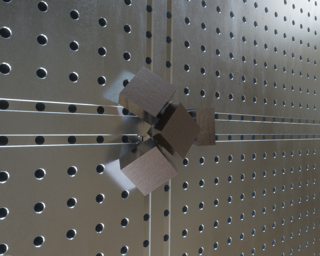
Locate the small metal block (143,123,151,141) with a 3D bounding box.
[{"bbox_3d":[0.006,0.004,0.413,0.050,0.025,0.050,2,92,-40],"label":"small metal block"}]

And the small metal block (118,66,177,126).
[{"bbox_3d":[-0.015,-0.039,0.379,0.050,0.025,0.050,34,64,4],"label":"small metal block"}]

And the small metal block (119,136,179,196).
[{"bbox_3d":[-0.014,0.047,0.380,0.050,0.025,0.050,-35,117,6],"label":"small metal block"}]

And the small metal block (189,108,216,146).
[{"bbox_3d":[0.058,-0.002,0.437,0.025,0.050,0.050,-2,92,-7],"label":"small metal block"}]

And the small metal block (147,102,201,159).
[{"bbox_3d":[0.019,0.004,0.391,0.050,0.025,0.050,49,61,-29],"label":"small metal block"}]
